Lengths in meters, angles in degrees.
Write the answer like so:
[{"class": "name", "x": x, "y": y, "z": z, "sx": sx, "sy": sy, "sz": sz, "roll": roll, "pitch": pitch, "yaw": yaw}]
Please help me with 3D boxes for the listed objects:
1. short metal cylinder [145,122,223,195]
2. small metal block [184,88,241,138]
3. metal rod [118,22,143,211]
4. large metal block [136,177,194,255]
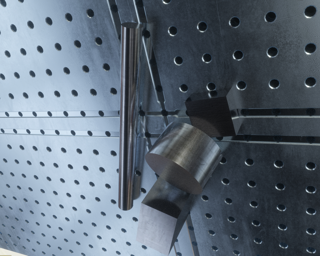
[{"class": "short metal cylinder", "x": 0.029, "y": 0.037, "z": 0.382, "sx": 0.080, "sy": 0.050, "sz": 0.080, "roll": 29, "pitch": 155, "yaw": 15}, {"class": "small metal block", "x": 0.063, "y": -0.017, "z": 0.367, "sx": 0.050, "sy": 0.025, "sz": 0.050, "roll": -6, "pitch": 116, "yaw": 30}, {"class": "metal rod", "x": -0.045, "y": 0.006, "z": 0.436, "sx": 0.025, "sy": 0.025, "sz": 0.298, "roll": 18, "pitch": 126, "yaw": 17}, {"class": "large metal block", "x": 0.010, "y": 0.117, "z": 0.441, "sx": 0.050, "sy": 0.080, "sz": 0.079, "roll": 20, "pitch": 126, "yaw": 16}]
